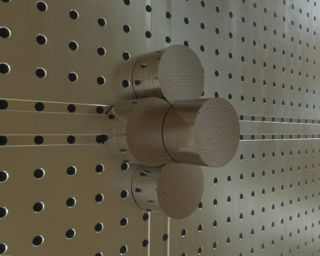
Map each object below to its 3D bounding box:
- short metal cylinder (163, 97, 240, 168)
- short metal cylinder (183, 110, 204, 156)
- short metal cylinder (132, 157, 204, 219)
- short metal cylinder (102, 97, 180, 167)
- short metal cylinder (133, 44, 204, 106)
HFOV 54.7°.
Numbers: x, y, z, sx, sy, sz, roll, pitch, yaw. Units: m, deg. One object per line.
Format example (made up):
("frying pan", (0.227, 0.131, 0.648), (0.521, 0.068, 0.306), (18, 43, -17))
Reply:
("short metal cylinder", (0.050, 0.005, 0.368), (0.081, 0.050, 0.079), (0, 90, -40))
("short metal cylinder", (0.045, 0.005, 0.429), (0.081, 0.050, 0.079), (0, 90, -40))
("short metal cylinder", (0.011, 0.073, 0.401), (0.081, 0.050, 0.080), (2, 87, -40))
("short metal cylinder", (-0.021, 0.004, 0.374), (0.081, 0.050, 0.079), (0, 90, -40))
("short metal cylinder", (0.012, -0.063, 0.402), (0.081, 0.050, 0.079), (0, 90, -41))
